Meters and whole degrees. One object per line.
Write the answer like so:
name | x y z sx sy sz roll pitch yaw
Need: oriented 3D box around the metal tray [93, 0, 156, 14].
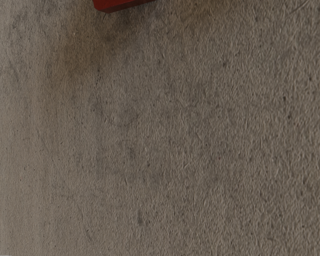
metal tray | -0.053 -0.229 0.410 0.090 0.030 0.129 -7 99 21

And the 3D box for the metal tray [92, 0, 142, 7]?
metal tray | -0.056 -0.250 0.448 0.090 0.030 0.129 8 95 39
